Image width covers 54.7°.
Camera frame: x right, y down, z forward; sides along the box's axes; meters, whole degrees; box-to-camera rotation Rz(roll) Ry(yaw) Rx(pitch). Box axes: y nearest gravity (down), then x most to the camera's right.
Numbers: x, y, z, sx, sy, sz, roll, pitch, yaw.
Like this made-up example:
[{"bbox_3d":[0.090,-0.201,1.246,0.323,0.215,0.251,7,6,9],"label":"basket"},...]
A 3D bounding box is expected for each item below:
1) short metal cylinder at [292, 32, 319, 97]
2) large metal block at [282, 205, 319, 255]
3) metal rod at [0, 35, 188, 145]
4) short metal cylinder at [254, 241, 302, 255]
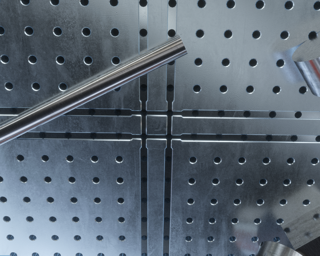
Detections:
[{"bbox_3d":[0.203,-0.080,0.356,0.080,0.080,0.050,-34,107,11],"label":"short metal cylinder"},{"bbox_3d":[0.248,0.171,0.465,0.080,0.050,0.080,-36,106,12],"label":"large metal block"},{"bbox_3d":[-0.107,-0.040,0.397,0.301,0.025,0.025,-25,108,8],"label":"metal rod"},{"bbox_3d":[0.177,0.214,0.458,0.080,0.050,0.080,27,146,20],"label":"short metal cylinder"}]
